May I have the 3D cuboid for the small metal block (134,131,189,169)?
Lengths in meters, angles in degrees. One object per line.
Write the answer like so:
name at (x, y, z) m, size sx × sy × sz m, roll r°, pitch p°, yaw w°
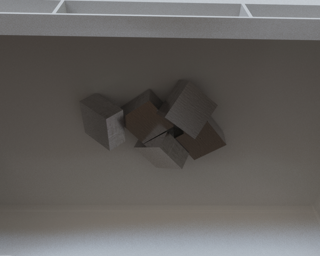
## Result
small metal block at (0.002, 0.031, 0.418) m, size 0.050 × 0.025 × 0.050 m, roll -4°, pitch 139°, yaw 46°

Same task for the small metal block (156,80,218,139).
small metal block at (0.033, -0.023, 0.373) m, size 0.050 × 0.025 × 0.050 m, roll 36°, pitch 86°, yaw -27°

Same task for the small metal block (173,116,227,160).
small metal block at (0.053, 0.010, 0.416) m, size 0.050 × 0.025 × 0.050 m, roll -29°, pitch 125°, yaw 22°

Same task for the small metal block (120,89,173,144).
small metal block at (-0.017, -0.014, 0.395) m, size 0.050 × 0.025 × 0.050 m, roll -30°, pitch 124°, yaw 23°

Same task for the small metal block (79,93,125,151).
small metal block at (-0.070, -0.008, 0.381) m, size 0.050 × 0.025 × 0.050 m, roll 31°, pitch 138°, yaw 31°
